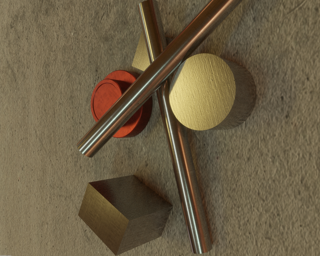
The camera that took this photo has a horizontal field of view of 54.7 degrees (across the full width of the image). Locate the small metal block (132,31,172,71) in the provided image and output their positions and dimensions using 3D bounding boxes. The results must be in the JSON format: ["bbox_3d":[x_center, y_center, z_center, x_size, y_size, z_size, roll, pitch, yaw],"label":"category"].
[{"bbox_3d":[-0.005,-0.097,0.407,0.050,0.025,0.050,29,108,36],"label":"small metal block"}]

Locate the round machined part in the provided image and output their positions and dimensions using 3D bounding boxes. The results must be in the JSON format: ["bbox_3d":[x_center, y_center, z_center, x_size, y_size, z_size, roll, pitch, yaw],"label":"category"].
[{"bbox_3d":[-0.061,-0.034,0.442,0.098,0.042,0.097,0,90,39],"label":"round machined part"}]

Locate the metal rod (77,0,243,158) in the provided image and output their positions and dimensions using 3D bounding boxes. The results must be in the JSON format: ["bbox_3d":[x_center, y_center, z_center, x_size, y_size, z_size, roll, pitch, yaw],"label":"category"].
[{"bbox_3d":[0.014,-0.077,0.341,0.299,0.025,0.025,-45,62,12],"label":"metal rod"}]

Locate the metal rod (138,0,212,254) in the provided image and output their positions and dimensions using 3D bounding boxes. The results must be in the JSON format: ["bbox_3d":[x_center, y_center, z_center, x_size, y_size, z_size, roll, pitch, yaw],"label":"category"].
[{"bbox_3d":[0.017,-0.003,0.368,0.025,0.025,0.298,-14,87,39],"label":"metal rod"}]

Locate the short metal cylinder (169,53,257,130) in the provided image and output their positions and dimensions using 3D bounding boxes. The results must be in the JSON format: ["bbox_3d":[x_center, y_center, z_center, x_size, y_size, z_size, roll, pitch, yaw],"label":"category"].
[{"bbox_3d":[0.057,-0.037,0.340,0.080,0.050,0.079,0,90,39],"label":"short metal cylinder"}]

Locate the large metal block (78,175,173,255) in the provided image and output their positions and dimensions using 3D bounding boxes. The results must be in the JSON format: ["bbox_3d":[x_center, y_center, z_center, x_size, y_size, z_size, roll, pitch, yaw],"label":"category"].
[{"bbox_3d":[-0.045,0.108,0.404,0.080,0.081,0.050,31,110,35],"label":"large metal block"}]
